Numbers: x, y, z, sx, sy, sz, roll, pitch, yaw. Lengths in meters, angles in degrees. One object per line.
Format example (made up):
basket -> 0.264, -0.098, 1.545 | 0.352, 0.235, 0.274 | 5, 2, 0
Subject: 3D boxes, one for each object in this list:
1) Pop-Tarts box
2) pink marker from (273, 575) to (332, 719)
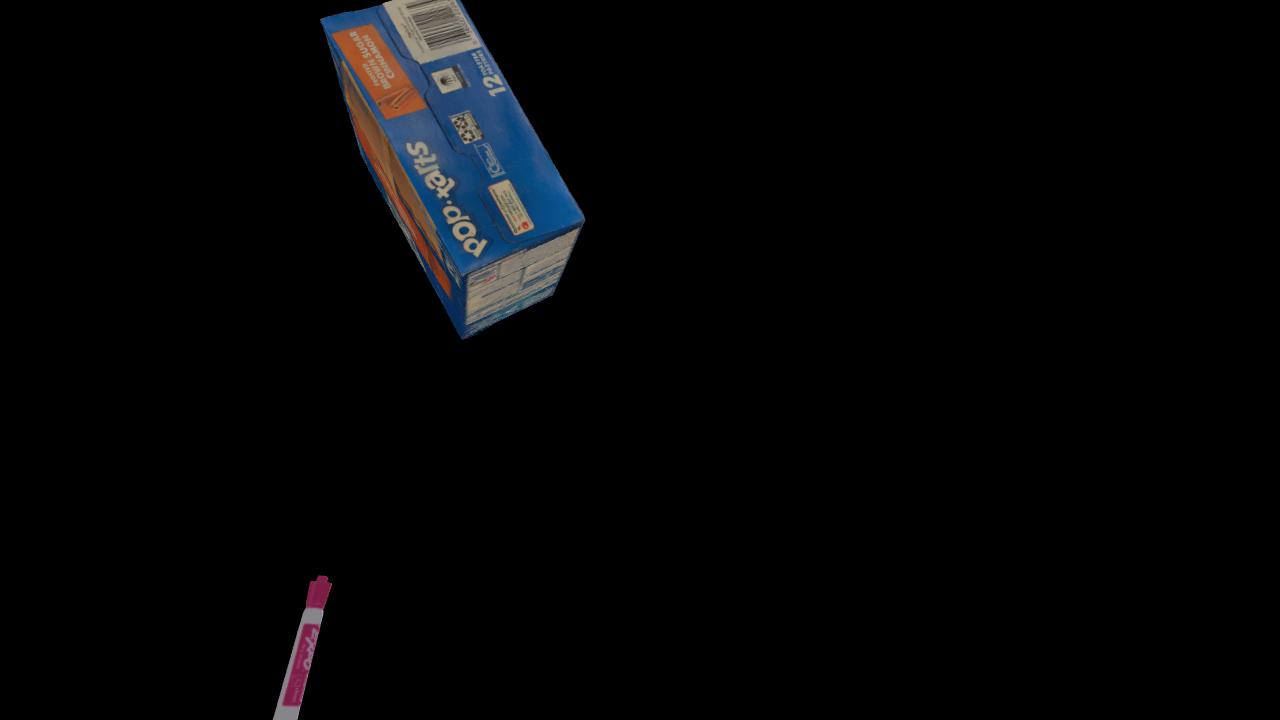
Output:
Pop-Tarts box -> -0.122, -0.118, 0.408 | 0.083, 0.167, 0.141 | -28, -3, -20
pink marker -> -0.298, 0.255, 0.545 | 0.020, 0.121, 0.020 | 2, -27, 1
